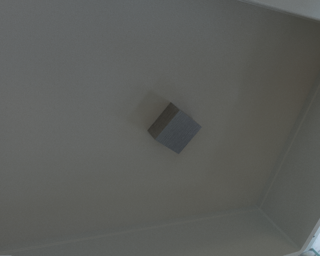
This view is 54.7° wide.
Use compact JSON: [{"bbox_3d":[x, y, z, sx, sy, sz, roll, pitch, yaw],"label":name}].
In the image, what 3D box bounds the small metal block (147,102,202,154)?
[{"bbox_3d":[0.020,0.001,0.422,0.050,0.025,0.050,34,99,-39],"label":"small metal block"}]
